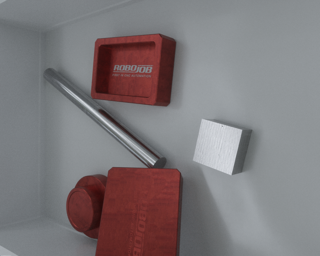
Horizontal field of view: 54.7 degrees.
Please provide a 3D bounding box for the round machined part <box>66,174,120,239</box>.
[{"bbox_3d":[-0.109,0.123,0.483,0.098,0.042,0.097,0,90,39],"label":"round machined part"}]

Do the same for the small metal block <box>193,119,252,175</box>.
[{"bbox_3d":[0.070,0.020,0.348,0.050,0.025,0.050,18,102,38],"label":"small metal block"}]

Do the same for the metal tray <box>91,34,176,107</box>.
[{"bbox_3d":[-0.042,-0.080,0.435,0.130,0.030,0.089,10,96,39],"label":"metal tray"}]

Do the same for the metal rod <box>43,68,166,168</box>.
[{"bbox_3d":[-0.102,-0.025,0.487,0.300,0.025,0.025,36,112,33],"label":"metal rod"}]

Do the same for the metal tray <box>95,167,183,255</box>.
[{"bbox_3d":[-0.022,0.113,0.364,0.090,0.030,0.130,0,65,10],"label":"metal tray"}]
